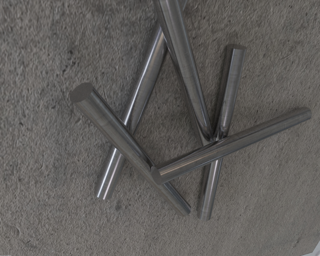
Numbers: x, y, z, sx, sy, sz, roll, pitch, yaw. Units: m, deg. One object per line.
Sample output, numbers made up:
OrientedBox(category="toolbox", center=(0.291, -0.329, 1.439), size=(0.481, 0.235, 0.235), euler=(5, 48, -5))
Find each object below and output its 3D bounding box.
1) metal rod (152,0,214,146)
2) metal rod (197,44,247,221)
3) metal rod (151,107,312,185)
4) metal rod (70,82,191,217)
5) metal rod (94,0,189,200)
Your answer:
OrientedBox(category="metal rod", center=(0.026, -0.076, 0.345), size=(0.025, 0.025, 0.299), euler=(-32, 138, -8))
OrientedBox(category="metal rod", center=(0.088, 0.025, 0.469), size=(0.025, 0.025, 0.298), euler=(-10, 123, -23))
OrientedBox(category="metal rod", center=(0.121, 0.017, 0.453), size=(0.302, 0.025, 0.025), euler=(-18, 126, -29))
OrientedBox(category="metal rod", center=(-0.017, 0.050, 0.402), size=(0.025, 0.025, 0.300), euler=(-37, 137, -3))
OrientedBox(category="metal rod", center=(-0.023, -0.041, 0.368), size=(0.025, 0.025, 0.298), euler=(9, 114, -33))
